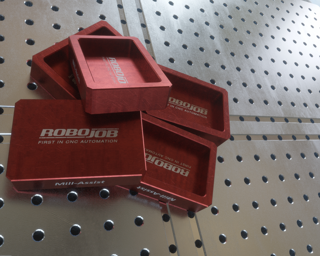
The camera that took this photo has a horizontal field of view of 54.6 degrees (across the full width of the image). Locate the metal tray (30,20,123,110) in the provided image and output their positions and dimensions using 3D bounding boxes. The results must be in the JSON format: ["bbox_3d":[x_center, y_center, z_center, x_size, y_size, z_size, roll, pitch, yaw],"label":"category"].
[{"bbox_3d":[-0.087,-0.081,0.406,0.090,0.030,0.131,42,51,2],"label":"metal tray"}]

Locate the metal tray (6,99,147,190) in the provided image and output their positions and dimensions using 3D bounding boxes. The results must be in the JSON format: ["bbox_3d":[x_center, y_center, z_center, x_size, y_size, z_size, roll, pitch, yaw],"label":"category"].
[{"bbox_3d":[-0.084,0.015,0.328,0.131,0.030,0.090,-1,62,-13],"label":"metal tray"}]

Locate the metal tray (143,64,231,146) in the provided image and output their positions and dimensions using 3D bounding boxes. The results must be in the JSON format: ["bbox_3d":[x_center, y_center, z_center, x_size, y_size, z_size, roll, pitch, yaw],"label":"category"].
[{"bbox_3d":[0.036,-0.032,0.441,0.131,0.030,0.090,17,56,-19],"label":"metal tray"}]

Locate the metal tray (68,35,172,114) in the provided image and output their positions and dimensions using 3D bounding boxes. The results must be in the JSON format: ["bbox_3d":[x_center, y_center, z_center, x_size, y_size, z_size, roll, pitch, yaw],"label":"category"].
[{"bbox_3d":[-0.052,-0.068,0.363,0.091,0.030,0.130,-5,40,-22],"label":"metal tray"}]

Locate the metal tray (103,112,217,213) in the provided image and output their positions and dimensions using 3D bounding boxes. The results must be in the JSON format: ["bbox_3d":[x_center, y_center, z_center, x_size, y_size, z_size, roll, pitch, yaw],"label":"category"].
[{"bbox_3d":[0.004,0.040,0.381,0.131,0.030,0.090,23,54,-14],"label":"metal tray"}]
